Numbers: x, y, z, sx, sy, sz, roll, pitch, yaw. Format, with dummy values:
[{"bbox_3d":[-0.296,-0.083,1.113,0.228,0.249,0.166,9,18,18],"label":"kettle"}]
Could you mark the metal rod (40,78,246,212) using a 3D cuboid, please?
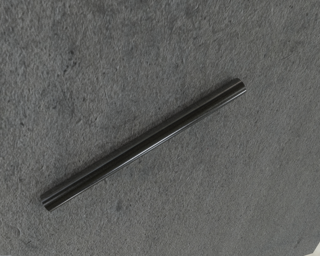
[{"bbox_3d":[-0.015,0.018,0.411,0.301,0.025,0.025,-31,129,-8],"label":"metal rod"}]
